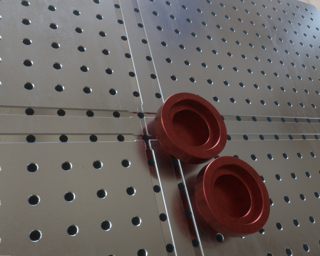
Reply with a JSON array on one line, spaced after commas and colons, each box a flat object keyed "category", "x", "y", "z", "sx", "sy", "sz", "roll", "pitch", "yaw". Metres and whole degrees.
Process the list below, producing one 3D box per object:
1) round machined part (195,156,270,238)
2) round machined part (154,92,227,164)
[{"category": "round machined part", "x": 0.086, "y": 0.088, "z": 0.392, "sx": 0.099, "sy": 0.042, "sz": 0.098, "roll": 14, "pitch": 56, "yaw": -21}, {"category": "round machined part", "x": 0.037, "y": 0.004, "z": 0.417, "sx": 0.099, "sy": 0.042, "sz": 0.098, "roll": 14, "pitch": 56, "yaw": -21}]
